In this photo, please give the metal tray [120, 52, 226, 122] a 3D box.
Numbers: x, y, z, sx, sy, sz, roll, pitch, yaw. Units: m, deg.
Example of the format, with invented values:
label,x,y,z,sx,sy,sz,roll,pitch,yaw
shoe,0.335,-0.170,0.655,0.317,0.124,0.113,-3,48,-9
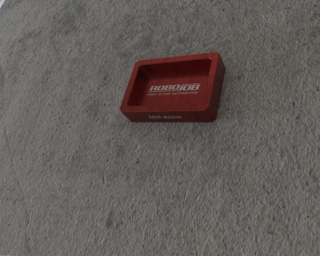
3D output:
label,x,y,z,sx,sy,sz,roll,pitch,yaw
metal tray,0.017,-0.054,0.425,0.130,0.030,0.090,1,62,28
